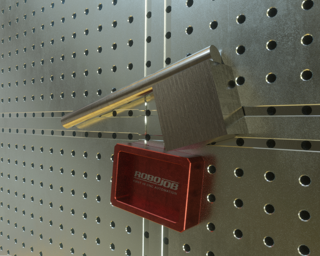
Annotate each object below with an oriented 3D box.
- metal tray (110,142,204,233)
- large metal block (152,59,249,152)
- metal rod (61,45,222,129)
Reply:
[{"bbox_3d":[-0.009,0.072,0.411,0.130,0.030,0.089,8,95,39],"label":"metal tray"},{"bbox_3d":[0.044,-0.022,0.355,0.080,0.050,0.080,-19,78,38],"label":"large metal block"},{"bbox_3d":[-0.049,-0.047,0.447,0.300,0.025,0.025,-18,79,38],"label":"metal rod"}]
